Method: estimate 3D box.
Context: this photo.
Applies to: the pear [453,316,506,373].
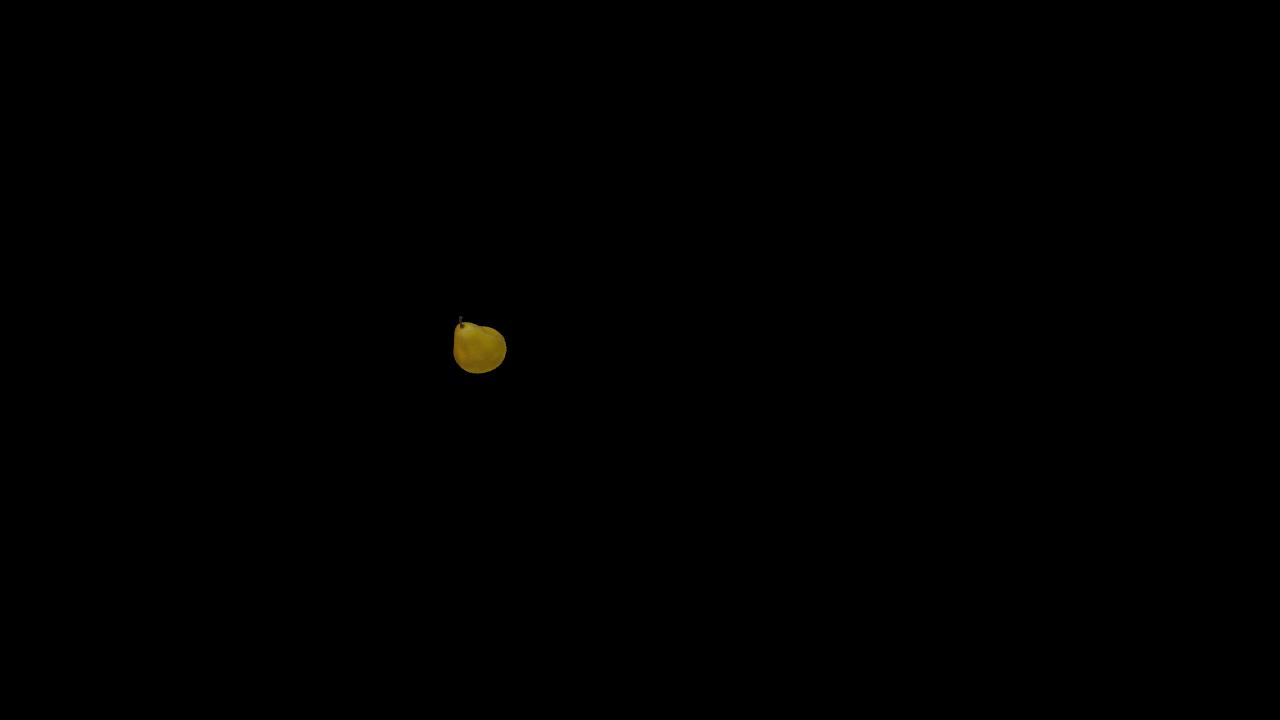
[{"bbox_3d":[-0.255,-0.026,0.928,0.080,0.080,0.111,0,-27,25],"label":"pear"}]
